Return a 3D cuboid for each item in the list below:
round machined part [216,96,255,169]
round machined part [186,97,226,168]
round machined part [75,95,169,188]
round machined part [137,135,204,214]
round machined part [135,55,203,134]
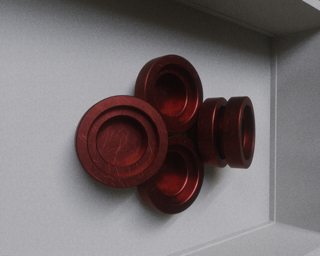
[{"bbox_3d":[0.100,0.006,0.426,0.098,0.042,0.097,0,90,-62],"label":"round machined part"},{"bbox_3d":[0.070,0.006,0.438,0.098,0.042,0.097,2,87,-62],"label":"round machined part"},{"bbox_3d":[-0.044,0.014,0.343,0.099,0.042,0.097,0,90,-19],"label":"round machined part"},{"bbox_3d":[0.008,0.057,0.400,0.099,0.042,0.097,0,90,-40],"label":"round machined part"},{"bbox_3d":[0.007,-0.042,0.398,0.099,0.042,0.097,0,90,-40],"label":"round machined part"}]
